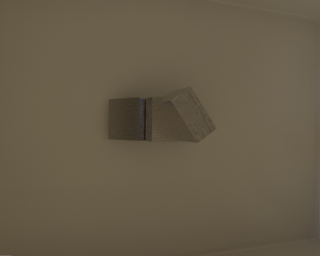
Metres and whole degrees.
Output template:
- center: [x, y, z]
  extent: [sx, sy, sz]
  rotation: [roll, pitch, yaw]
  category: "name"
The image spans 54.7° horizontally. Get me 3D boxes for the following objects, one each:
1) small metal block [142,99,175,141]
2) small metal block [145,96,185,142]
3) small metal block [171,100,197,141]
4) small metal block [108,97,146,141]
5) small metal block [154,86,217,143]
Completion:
- center: [-0.003, -0.009, 0.394]
  extent: [0.025, 0.050, 0.050]
  rotation: [1, 90, -20]
  category: "small metal block"
- center: [0.011, -0.009, 0.359]
  extent: [0.050, 0.025, 0.050]
  rotation: [1, 90, -20]
  category: "small metal block"
- center: [0.032, -0.009, 0.405]
  extent: [0.025, 0.050, 0.050]
  rotation: [1, 90, 14]
  category: "small metal block"
- center: [-0.036, -0.010, 0.379]
  extent: [0.025, 0.050, 0.050]
  rotation: [1, 90, -54]
  category: "small metal block"
- center: [0.025, -0.013, 0.324]
  extent: [0.025, 0.050, 0.050]
  rotation: [-37, 102, -16]
  category: "small metal block"
